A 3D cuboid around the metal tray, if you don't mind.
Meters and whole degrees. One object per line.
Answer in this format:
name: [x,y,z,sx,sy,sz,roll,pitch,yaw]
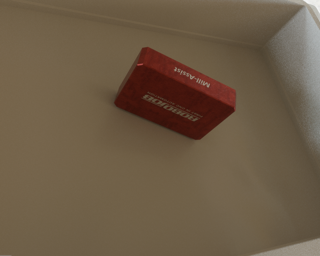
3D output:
metal tray: [0.018,-0.038,0.394,0.131,0.090,0.030,23,53,-16]
